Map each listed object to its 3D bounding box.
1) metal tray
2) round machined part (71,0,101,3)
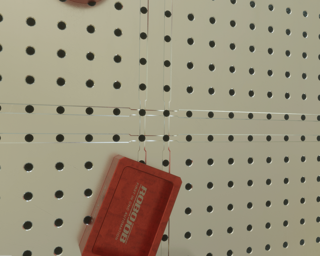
[{"bbox_3d":[-0.036,0.110,0.397,0.091,0.030,0.130,23,82,-19],"label":"metal tray"},{"bbox_3d":[-0.092,-0.206,0.370,0.099,0.042,0.097,0,90,-21],"label":"round machined part"}]
